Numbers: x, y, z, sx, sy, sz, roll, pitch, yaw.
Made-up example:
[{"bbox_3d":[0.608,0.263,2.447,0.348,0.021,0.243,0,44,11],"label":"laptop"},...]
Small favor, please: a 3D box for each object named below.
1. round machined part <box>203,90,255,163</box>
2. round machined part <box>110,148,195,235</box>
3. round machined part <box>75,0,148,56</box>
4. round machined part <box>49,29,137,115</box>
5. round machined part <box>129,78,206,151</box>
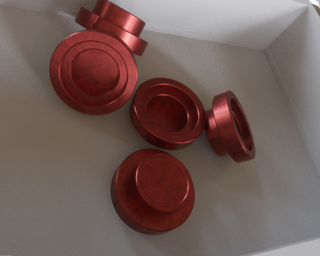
[{"bbox_3d":[0.092,0.001,0.424,0.098,0.042,0.098,44,35,-42],"label":"round machined part"},{"bbox_3d":[-0.003,0.067,0.352,0.099,0.042,0.098,14,56,-21],"label":"round machined part"},{"bbox_3d":[-0.059,-0.138,0.414,0.098,0.042,0.098,27,12,-6],"label":"round machined part"},{"bbox_3d":[-0.076,-0.068,0.371,0.098,0.097,0.042,25,19,-13],"label":"round machined part"},{"bbox_3d":[0.007,-0.014,0.405,0.099,0.042,0.098,12,56,-18],"label":"round machined part"}]
